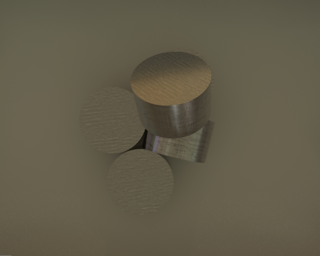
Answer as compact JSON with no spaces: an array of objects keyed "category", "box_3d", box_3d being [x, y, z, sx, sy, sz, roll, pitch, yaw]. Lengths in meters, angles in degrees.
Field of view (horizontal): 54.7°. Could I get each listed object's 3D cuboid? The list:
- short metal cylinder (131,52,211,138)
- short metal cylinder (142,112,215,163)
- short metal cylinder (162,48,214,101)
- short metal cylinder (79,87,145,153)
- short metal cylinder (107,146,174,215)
[{"category":"short metal cylinder","box_3d":[0.013,-0.036,0.327,0.080,0.050,0.080,-4,50,5]},{"category":"short metal cylinder","box_3d":[0.023,0.009,0.383,0.080,0.080,0.050,13,90,-1]},{"category":"short metal cylinder","box_3d":[0.025,-0.057,0.398,0.081,0.050,0.079,0,90,-1]},{"category":"short metal cylinder","box_3d":[-0.057,-0.010,0.396,0.081,0.050,0.079,0,90,-1]},{"category":"short metal cylinder","box_3d":[-0.024,0.065,0.397,0.081,0.050,0.079,0,90,-1]}]
